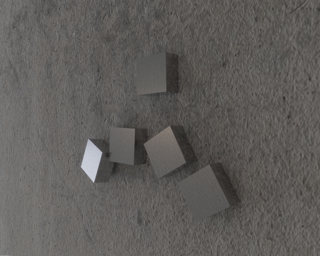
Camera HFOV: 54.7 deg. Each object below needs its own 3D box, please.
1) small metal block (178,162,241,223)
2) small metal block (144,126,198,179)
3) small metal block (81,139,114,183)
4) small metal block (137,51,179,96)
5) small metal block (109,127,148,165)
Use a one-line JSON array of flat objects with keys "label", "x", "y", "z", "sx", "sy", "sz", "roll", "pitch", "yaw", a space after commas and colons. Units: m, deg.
[{"label": "small metal block", "x": 0.056, "y": 0.074, "z": 0.359, "sx": 0.050, "sy": 0.025, "sz": 0.050, "roll": -38, "pitch": 67, "yaw": 33}, {"label": "small metal block", "x": 0.013, "y": 0.031, "z": 0.395, "sx": 0.050, "sy": 0.025, "sz": 0.050, "roll": -36, "pitch": 68, "yaw": 34}, {"label": "small metal block", "x": -0.095, "y": 0.050, "z": 0.478, "sx": 0.050, "sy": 0.025, "sz": 0.050, "roll": 34, "pitch": 111, "yaw": 47}, {"label": "small metal block", "x": -0.004, "y": -0.069, "z": 0.408, "sx": 0.050, "sy": 0.025, "sz": 0.050, "roll": -2, "pitch": 89, "yaw": 40}, {"label": "small metal block", "x": -0.046, "y": 0.024, "z": 0.443, "sx": 0.050, "sy": 0.025, "sz": 0.050, "roll": 4, "pitch": 92, "yaw": 39}]
